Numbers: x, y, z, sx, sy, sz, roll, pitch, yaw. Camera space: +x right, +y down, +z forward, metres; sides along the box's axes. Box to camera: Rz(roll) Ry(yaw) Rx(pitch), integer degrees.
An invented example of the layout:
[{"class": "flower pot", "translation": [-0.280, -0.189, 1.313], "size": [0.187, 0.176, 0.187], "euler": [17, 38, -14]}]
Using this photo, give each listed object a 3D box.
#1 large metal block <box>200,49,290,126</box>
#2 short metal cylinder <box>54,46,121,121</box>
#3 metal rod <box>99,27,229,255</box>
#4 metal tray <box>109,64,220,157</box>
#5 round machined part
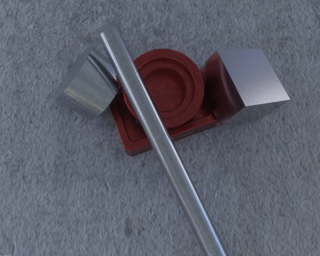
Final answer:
[{"class": "large metal block", "translation": [0.105, -0.054, 0.399], "size": [0.081, 0.050, 0.080], "euler": [-10, 68, -32]}, {"class": "short metal cylinder", "translation": [-0.089, -0.056, 0.393], "size": [0.050, 0.080, 0.080], "euler": [35, 69, -26]}, {"class": "metal rod", "translation": [0.006, 0.026, 0.354], "size": [0.025, 0.025, 0.299], "euler": [-26, 89, -9]}, {"class": "metal tray", "translation": [0.003, -0.026, 0.416], "size": [0.131, 0.030, 0.090], "euler": [-19, 71, -8]}, {"class": "round machined part", "translation": [0.003, -0.046, 0.392], "size": [0.099, 0.042, 0.097], "euler": [0, 85, -5]}]
